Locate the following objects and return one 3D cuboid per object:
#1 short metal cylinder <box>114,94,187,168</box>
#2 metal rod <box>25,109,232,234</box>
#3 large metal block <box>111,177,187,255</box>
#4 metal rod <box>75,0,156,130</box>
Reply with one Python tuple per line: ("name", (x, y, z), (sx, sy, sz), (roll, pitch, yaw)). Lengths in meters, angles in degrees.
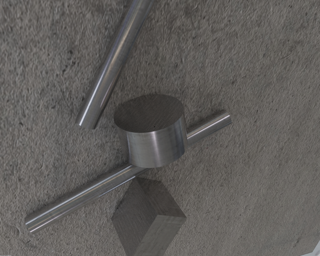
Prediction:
("short metal cylinder", (-0.010, 0.002, 0.367), (0.081, 0.080, 0.050), (-21, 127, -16))
("metal rod", (-0.034, 0.054, 0.421), (0.302, 0.025, 0.025), (-28, 128, -11))
("large metal block", (-0.019, 0.128, 0.440), (0.050, 0.080, 0.080), (18, 109, -35))
("metal rod", (-0.018, -0.131, 0.315), (0.025, 0.025, 0.298), (17, 110, -35))
